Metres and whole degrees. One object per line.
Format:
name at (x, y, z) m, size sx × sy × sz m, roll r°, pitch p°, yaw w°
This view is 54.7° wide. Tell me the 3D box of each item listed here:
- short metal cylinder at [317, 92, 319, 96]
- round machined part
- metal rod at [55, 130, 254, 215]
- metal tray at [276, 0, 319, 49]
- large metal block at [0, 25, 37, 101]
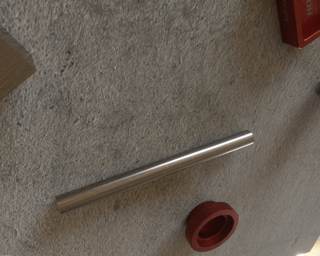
short metal cylinder at (0.312, -0.057, 0.511) m, size 0.081 × 0.080 × 0.050 m, roll 19°, pitch 109°, yaw -36°
round machined part at (0.087, 0.169, 0.551) m, size 0.099 × 0.042 × 0.097 m, roll -14°, pitch 125°, yaw -21°
metal rod at (0.006, 0.057, 0.447) m, size 0.302 × 0.025 × 0.025 m, roll -17°, pitch 126°, yaw -19°
metal tray at (0.197, -0.181, 0.401) m, size 0.090 × 0.030 × 0.130 m, roll -34°, pitch 129°, yaw -6°
large metal block at (-0.168, -0.059, 0.262) m, size 0.080 × 0.050 × 0.080 m, roll -41°, pitch 130°, yaw -1°
